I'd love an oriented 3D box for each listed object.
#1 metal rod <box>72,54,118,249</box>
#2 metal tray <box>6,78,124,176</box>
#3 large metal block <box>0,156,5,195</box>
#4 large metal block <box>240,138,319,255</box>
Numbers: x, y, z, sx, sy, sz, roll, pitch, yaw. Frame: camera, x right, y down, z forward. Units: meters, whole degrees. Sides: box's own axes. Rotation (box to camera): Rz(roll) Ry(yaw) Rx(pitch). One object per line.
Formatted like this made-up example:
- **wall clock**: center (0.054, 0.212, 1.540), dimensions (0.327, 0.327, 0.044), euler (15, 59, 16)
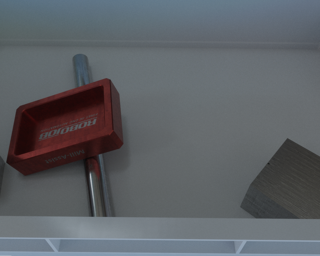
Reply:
- **metal rod**: center (-0.091, 0.003, 0.400), dimensions (0.025, 0.025, 0.300), euler (-11, 51, -9)
- **metal tray**: center (-0.113, -0.003, 0.376), dimensions (0.131, 0.030, 0.090), euler (-16, 52, 8)
- **large metal block**: center (-0.226, 0.042, 0.331), dimensions (0.081, 0.080, 0.050), euler (-8, 51, -7)
- **large metal block**: center (0.147, 0.070, 0.332), dimensions (0.080, 0.050, 0.080), euler (34, 58, 25)
